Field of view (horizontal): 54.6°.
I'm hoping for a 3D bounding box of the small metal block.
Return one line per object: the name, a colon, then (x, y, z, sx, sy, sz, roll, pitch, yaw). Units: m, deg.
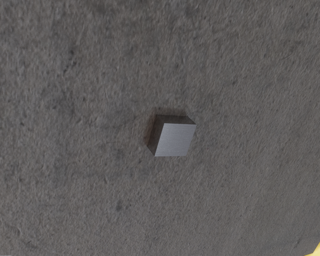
small metal block: (0.016, 0.011, 0.421, 0.050, 0.025, 0.050, 2, 118, -29)
